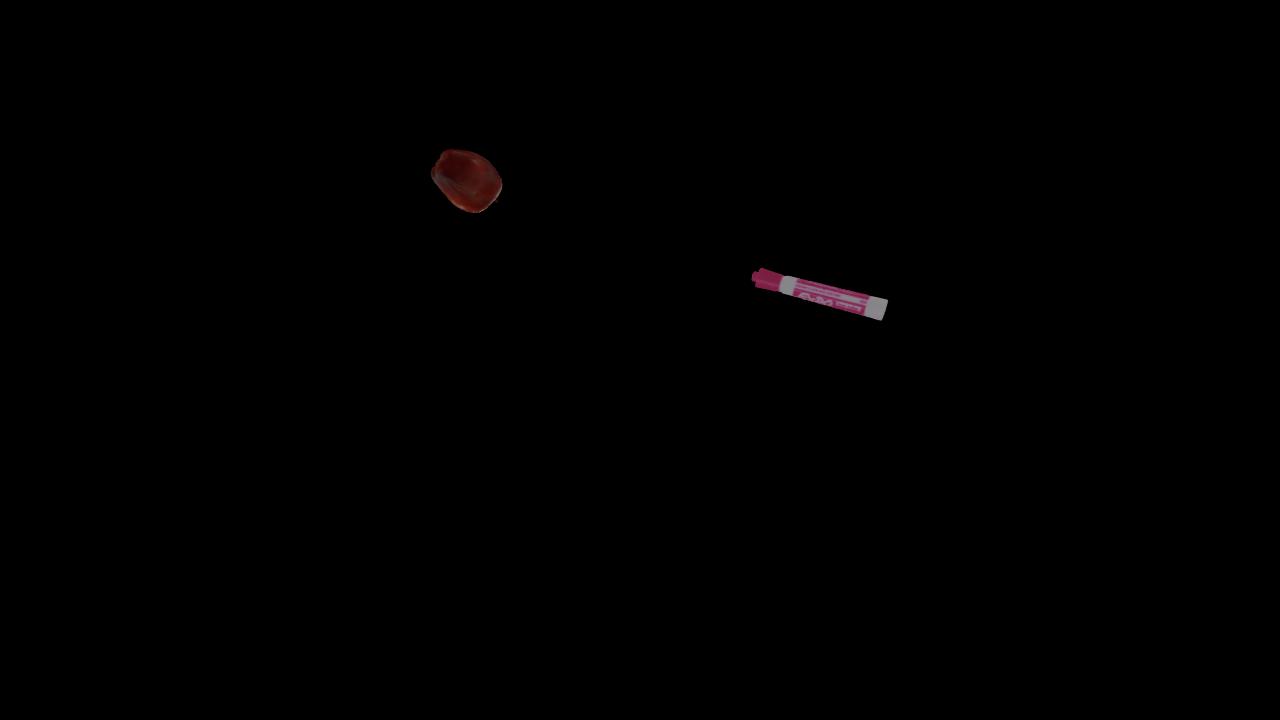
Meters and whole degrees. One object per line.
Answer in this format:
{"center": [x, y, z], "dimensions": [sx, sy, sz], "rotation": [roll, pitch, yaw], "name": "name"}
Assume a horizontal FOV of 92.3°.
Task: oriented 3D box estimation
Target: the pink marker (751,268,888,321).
{"center": [0.159, -0.061, 0.554], "dimensions": [0.121, 0.020, 0.020], "rotation": [19, 7, 22], "name": "pink marker"}

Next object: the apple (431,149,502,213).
{"center": [-0.234, -0.245, 0.840], "dimensions": [0.093, 0.079, 0.079], "rotation": [33, -18, -30], "name": "apple"}
